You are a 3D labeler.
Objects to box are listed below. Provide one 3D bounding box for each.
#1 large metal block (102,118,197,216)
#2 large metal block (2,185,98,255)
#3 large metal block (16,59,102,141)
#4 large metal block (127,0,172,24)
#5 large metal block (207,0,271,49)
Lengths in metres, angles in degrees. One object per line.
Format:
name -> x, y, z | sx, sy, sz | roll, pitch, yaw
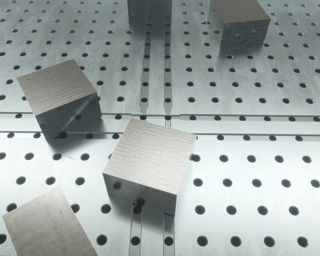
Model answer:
large metal block -> -0.009, 0.043, 0.355 | 0.080, 0.050, 0.080 | 14, 51, 11
large metal block -> -0.088, 0.113, 0.276 | 0.050, 0.080, 0.080 | -28, 56, -22
large metal block -> -0.136, -0.041, 0.424 | 0.081, 0.050, 0.080 | -25, 55, -20
large metal block -> -0.018, -0.243, 0.576 | 0.081, 0.080, 0.050 | 1, 50, 0
large metal block -> 0.137, -0.190, 0.553 | 0.081, 0.050, 0.080 | -8, 51, -7
